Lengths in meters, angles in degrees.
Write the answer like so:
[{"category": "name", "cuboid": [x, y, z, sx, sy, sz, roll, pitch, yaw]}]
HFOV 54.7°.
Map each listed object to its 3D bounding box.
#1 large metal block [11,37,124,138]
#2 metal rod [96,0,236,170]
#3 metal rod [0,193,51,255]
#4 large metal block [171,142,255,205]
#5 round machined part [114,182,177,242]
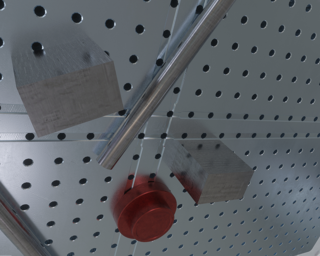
[{"category": "large metal block", "cuboid": [-0.090, -0.044, 0.299, 0.081, 0.080, 0.050, -20, 126, -17]}, {"category": "metal rod", "cuboid": [0.016, -0.072, 0.375, 0.025, 0.025, 0.299, 29, 102, -38]}, {"category": "metal rod", "cuboid": [-0.187, 0.112, 0.378, 0.025, 0.025, 0.298, -26, 128, -13]}, {"category": "large metal block", "cuboid": [0.074, 0.062, 0.455, 0.081, 0.080, 0.050, 1, 118, -29]}, {"category": "round machined part", "cuboid": [-0.017, 0.135, 0.475, 0.099, 0.042, 0.097, -14, 124, -21]}]
